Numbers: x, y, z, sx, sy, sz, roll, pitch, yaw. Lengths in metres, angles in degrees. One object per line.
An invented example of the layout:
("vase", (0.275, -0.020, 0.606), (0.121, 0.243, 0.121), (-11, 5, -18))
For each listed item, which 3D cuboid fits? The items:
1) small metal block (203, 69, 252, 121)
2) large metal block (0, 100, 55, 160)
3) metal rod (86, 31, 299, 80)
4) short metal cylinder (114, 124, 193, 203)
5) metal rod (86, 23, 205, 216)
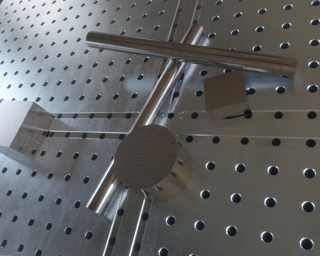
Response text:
("small metal block", (0.084, -0.041, 0.389), (0.050, 0.025, 0.050), (-12, 57, 21))
("large metal block", (-0.235, 0.002, 0.512), (0.080, 0.050, 0.080), (5, 64, 30))
("metal rod", (0.027, -0.104, 0.425), (0.301, 0.025, 0.025), (14, 69, 23))
("short metal cylinder", (-0.007, 0.042, 0.369), (0.080, 0.050, 0.080), (-13, 56, 20))
("metal rod", (-0.012, -0.023, 0.427), (0.025, 0.025, 0.300), (17, 70, 34))
